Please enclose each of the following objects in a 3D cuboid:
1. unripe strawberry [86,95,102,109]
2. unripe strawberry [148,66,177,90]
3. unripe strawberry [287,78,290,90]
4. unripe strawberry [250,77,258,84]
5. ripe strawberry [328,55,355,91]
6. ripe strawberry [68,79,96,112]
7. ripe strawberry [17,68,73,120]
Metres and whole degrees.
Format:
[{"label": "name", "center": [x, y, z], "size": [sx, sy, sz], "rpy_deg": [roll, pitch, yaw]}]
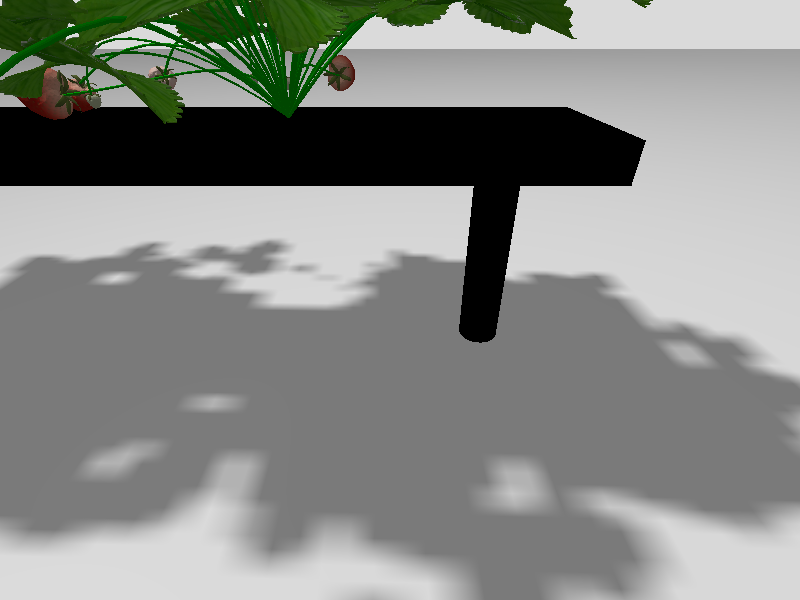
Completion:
[{"label": "unripe strawberry", "center": [-0.233, -0.151, 0.305], "size": [0.010, 0.010, 0.009], "rpy_deg": [-3, 34, -4]}, {"label": "unripe strawberry", "center": [-0.273, -0.253, 0.459], "size": [0.028, 0.025, 0.026], "rpy_deg": [-30, 23, -37]}, {"label": "unripe strawberry", "center": [-0.119, -0.227, 0.420], "size": [0.011, 0.011, 0.010], "rpy_deg": [-7, 34, -11]}, {"label": "unripe strawberry", "center": [-0.171, -0.257, 0.467], "size": [0.011, 0.010, 0.010], "rpy_deg": [-14, 36, -20]}, {"label": "ripe strawberry", "center": [-0.067, -0.264, 0.466], "size": [0.032, 0.036, 0.035], "rpy_deg": [4, 33, 6]}, {"label": "ripe strawberry", "center": [-0.270, -0.172, 0.338], "size": [0.024, 0.023, 0.022], "rpy_deg": [35, 32, -13]}, {"label": "ripe strawberry", "center": [-0.271, -0.157, 0.306], "size": [0.034, 0.035, 0.031], "rpy_deg": [-2, 33, -2]}]
